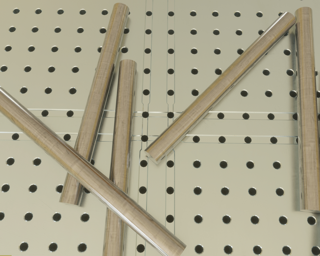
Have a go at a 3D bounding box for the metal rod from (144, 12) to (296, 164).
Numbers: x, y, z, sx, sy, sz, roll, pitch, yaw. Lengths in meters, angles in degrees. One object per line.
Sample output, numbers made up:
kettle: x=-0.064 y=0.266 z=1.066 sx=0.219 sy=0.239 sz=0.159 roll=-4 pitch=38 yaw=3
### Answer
metal rod: x=0.092 y=-0.064 z=0.435 sx=0.025 sy=0.025 sz=0.301 roll=42 pitch=75 yaw=14

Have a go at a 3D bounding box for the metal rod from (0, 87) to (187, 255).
metal rod: x=-0.095 y=0.047 z=0.366 sx=0.300 sy=0.025 sz=0.025 roll=38 pitch=74 yaw=13

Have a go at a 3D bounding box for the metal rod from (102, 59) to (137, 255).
metal rod: x=-0.050 y=0.049 z=0.393 sx=0.025 sy=0.025 sz=0.299 roll=2 pitch=70 yaw=1

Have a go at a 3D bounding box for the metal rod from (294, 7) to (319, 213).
metal rod: x=0.202 y=-0.039 z=0.426 sx=0.025 sy=0.025 sz=0.299 roll=7 pitch=70 yaw=2

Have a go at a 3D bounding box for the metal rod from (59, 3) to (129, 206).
metal rod: x=-0.085 y=-0.046 z=0.428 sx=0.025 sy=0.025 sz=0.299 roll=9 pitch=70 yaw=3
